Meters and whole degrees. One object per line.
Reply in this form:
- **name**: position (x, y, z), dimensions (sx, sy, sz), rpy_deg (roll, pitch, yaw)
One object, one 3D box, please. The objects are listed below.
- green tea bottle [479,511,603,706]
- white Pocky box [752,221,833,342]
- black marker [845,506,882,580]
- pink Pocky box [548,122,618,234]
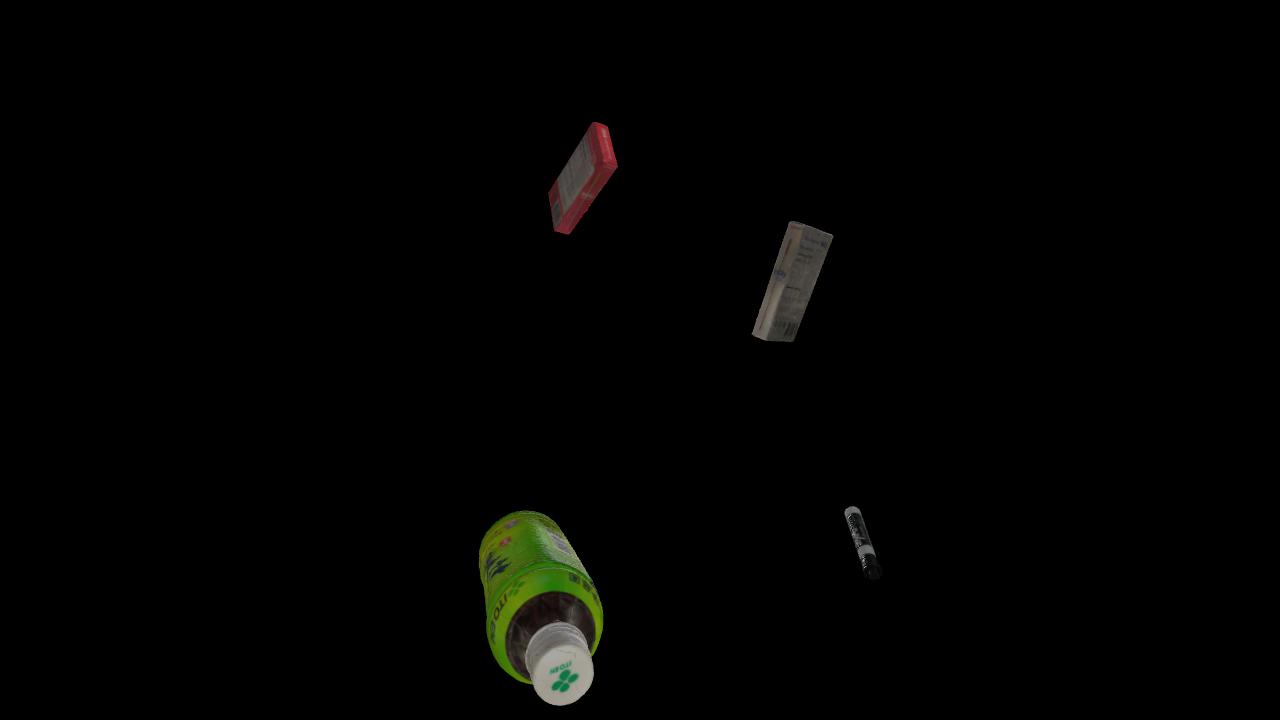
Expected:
- **green tea bottle**: position (-0.066, 0.153, 0.400), dimensions (0.073, 0.073, 0.212), rpy_deg (0, -2, -17)
- **white Pocky box**: position (0.202, -0.099, 0.813), dimensions (0.028, 0.154, 0.084), rpy_deg (28, 18, 38)
- **black marker**: position (0.247, 0.202, 0.683), dimensions (0.020, 0.020, 0.121), rpy_deg (0, 18, 8)
- **pink Pocky box**: position (-0.089, -0.269, 0.922), dimensions (0.029, 0.084, 0.155), rpy_deg (8, -35, -34)
